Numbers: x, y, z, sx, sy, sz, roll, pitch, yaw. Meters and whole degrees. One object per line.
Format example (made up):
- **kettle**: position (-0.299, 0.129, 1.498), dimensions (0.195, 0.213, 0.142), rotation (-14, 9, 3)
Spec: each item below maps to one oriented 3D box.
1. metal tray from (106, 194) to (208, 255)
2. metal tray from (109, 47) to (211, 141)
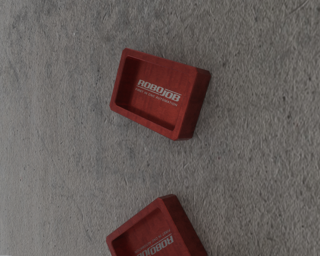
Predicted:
- **metal tray**: position (-0.010, 0.158, 0.410), dimensions (0.129, 0.030, 0.090), rotation (-44, 64, 31)
- **metal tray**: position (-0.006, -0.047, 0.406), dimensions (0.130, 0.030, 0.089), rotation (25, 106, 37)
